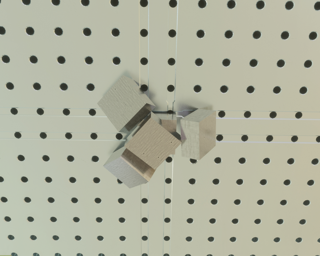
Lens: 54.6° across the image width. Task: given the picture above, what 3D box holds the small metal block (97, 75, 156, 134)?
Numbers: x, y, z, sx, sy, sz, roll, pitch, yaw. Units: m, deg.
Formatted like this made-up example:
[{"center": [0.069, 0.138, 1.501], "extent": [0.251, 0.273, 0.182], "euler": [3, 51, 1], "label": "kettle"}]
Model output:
[{"center": [-0.042, -0.029, 0.389], "extent": [0.050, 0.025, 0.050], "euler": [-45, 69, 14], "label": "small metal block"}]

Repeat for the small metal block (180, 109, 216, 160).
[{"center": [0.050, 0.007, 0.400], "extent": [0.025, 0.050, 0.050], "euler": [10, 114, 31], "label": "small metal block"}]

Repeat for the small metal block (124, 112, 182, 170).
[{"center": [-0.009, 0.016, 0.392], "extent": [0.050, 0.025, 0.050], "euler": [39, 105, -14], "label": "small metal block"}]

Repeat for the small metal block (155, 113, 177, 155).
[{"center": [-0.004, 0.007, 0.416], "extent": [0.050, 0.025, 0.050], "euler": [1, 113, -1], "label": "small metal block"}]

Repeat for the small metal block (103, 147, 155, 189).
[{"center": [-0.041, 0.052, 0.419], "extent": [0.050, 0.025, 0.050], "euler": [43, 142, -14], "label": "small metal block"}]
